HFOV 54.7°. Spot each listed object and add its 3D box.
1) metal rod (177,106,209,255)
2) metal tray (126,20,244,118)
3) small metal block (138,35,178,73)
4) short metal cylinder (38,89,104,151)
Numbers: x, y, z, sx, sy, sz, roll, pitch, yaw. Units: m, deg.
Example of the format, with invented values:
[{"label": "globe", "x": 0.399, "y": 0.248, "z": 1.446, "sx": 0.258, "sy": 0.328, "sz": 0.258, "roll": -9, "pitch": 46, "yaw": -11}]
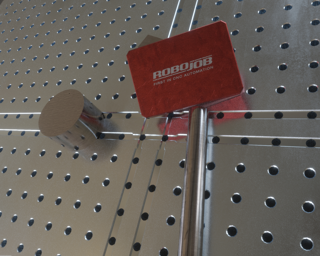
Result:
[{"label": "metal rod", "x": 0.032, "y": 0.110, "z": 0.322, "sx": 0.025, "sy": 0.025, "sz": 0.299, "roll": -7, "pitch": 59, "yaw": 24}, {"label": "metal tray", "x": 0.031, "y": -0.071, "z": 0.397, "sx": 0.130, "sy": 0.030, "sz": 0.090, "roll": -15, "pitch": 88, "yaw": 14}, {"label": "small metal block", "x": 0.003, "y": -0.105, "z": 0.454, "sx": 0.050, "sy": 0.050, "sz": 0.025, "roll": 29, "pitch": 78, "yaw": 37}, {"label": "short metal cylinder", "x": -0.133, "y": -0.011, "z": 0.467, "sx": 0.080, "sy": 0.050, "sz": 0.080, "roll": -13, "pitch": 56, "yaw": 20}]
